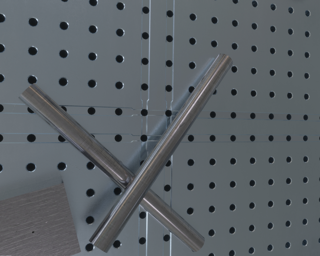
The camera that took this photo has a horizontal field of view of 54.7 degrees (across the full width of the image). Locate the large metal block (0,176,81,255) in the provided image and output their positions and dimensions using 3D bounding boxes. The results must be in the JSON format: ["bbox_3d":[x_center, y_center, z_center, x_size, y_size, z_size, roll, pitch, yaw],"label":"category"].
[{"bbox_3d":[-0.141,0.107,0.348,0.081,0.050,0.080,-14,95,-20],"label":"large metal block"}]

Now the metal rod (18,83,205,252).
[{"bbox_3d":[-0.050,0.059,0.394,0.300,0.025,0.025,45,76,-15],"label":"metal rod"}]

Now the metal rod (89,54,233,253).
[{"bbox_3d":[0.012,0.018,0.398,0.025,0.025,0.300,41,70,-16],"label":"metal rod"}]
